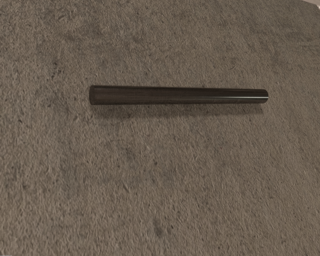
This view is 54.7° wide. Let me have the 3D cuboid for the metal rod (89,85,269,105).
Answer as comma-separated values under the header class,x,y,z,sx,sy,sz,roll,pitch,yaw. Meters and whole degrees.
class,x,y,z,sx,sy,sz,roll,pitch,yaw
metal rod,0.047,-0.048,0.459,0.303,0.025,0.025,-3,63,-30
